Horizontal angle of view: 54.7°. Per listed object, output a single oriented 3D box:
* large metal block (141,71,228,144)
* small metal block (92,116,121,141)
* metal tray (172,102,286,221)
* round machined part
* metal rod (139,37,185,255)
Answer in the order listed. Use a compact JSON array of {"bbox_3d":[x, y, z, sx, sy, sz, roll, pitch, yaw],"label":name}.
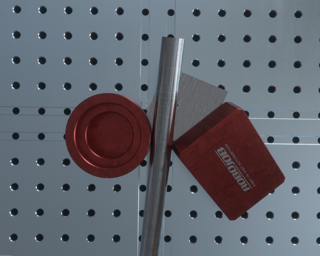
[{"bbox_3d":[0.030,-0.023,0.398,0.080,0.050,0.080,23,90,0],"label":"large metal block"},{"bbox_3d":[-0.073,-0.007,0.410,0.050,0.025,0.050,-22,90,0],"label":"small metal block"},{"bbox_3d":[0.087,0.044,0.383,0.090,0.030,0.130,-38,115,0],"label":"metal tray"},{"bbox_3d":[-0.059,0.009,0.374,0.099,0.042,0.097,0,91,3],"label":"round machined part"},{"bbox_3d":[-0.001,0.046,0.370,0.025,0.025,0.298,6,106,0],"label":"metal rod"}]
